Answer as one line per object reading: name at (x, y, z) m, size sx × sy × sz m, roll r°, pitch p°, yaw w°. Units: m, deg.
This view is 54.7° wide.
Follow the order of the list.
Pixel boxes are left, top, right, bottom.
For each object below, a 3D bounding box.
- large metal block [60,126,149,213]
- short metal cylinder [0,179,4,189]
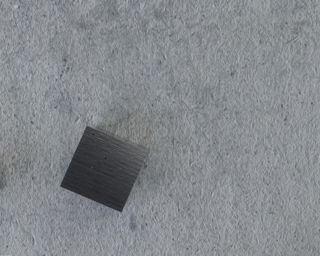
large metal block at (-0.067, 0.049, 0.397) m, size 0.080 × 0.050 × 0.080 m, roll 23°, pitch 90°, yaw 0°
short metal cylinder at (-0.244, 0.069, 0.380) m, size 0.080 × 0.080 × 0.050 m, roll -23°, pitch 90°, yaw 0°
